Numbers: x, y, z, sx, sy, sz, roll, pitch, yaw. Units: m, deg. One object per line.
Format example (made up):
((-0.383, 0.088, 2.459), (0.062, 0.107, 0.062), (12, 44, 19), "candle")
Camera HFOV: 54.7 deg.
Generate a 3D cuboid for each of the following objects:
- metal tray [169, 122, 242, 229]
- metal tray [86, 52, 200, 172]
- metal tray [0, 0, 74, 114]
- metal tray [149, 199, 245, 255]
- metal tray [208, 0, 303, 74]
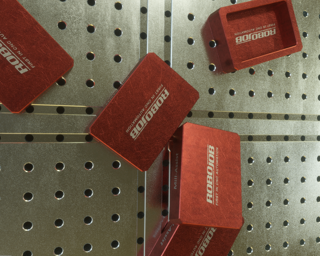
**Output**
((0.062, 0.064, 0.414), (0.091, 0.030, 0.130), (12, 68, -20), "metal tray")
((-0.020, -0.021, 0.404), (0.090, 0.030, 0.130), (39, 77, -16), "metal tray")
((-0.175, -0.091, 0.345), (0.090, 0.030, 0.130), (-46, 105, -14), "metal tray")
((0.049, 0.160, 0.430), (0.090, 0.030, 0.130), (35, 79, -17), "metal tray")
((0.146, -0.143, 0.465), (0.131, 0.030, 0.089), (-19, 97, -19), "metal tray")
